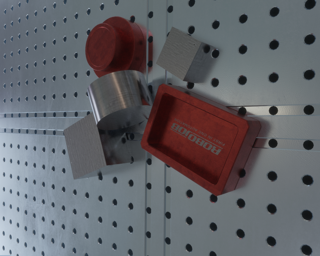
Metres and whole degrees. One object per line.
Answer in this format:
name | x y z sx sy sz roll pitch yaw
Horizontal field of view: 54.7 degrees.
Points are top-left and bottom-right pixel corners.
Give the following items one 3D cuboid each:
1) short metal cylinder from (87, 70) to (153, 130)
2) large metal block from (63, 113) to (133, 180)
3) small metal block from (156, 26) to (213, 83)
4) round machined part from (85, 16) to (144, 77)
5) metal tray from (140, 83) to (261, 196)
short metal cylinder | -0.052 -0.035 0.416 0.080 0.081 0.050 -29 72 36
large metal block | -0.096 0.027 0.472 0.080 0.050 0.080 -26 74 37
small metal block | 0.029 -0.091 0.385 0.050 0.025 0.050 39 114 33
round machined part | -0.073 -0.116 0.459 0.098 0.042 0.097 0 90 40
metal tray | 0.041 0.009 0.371 0.130 0.030 0.089 29 108 36
